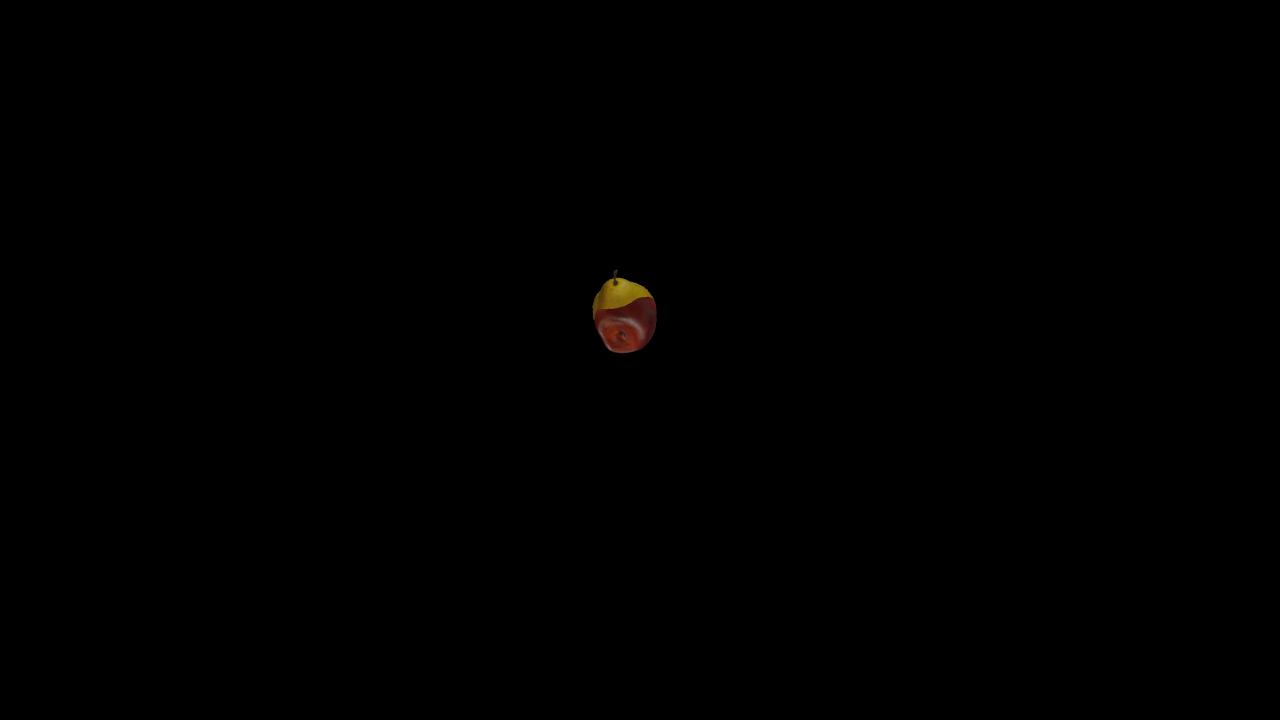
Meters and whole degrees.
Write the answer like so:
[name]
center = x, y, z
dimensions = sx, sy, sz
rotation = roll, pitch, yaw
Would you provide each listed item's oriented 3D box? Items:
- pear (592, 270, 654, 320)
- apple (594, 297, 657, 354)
[pear]
center = -0.026, -0.070, 0.756
dimensions = 0.080, 0.080, 0.111
rotation = 0, -19, 17
[apple]
center = -0.016, -0.053, 0.769
dimensions = 0.079, 0.079, 0.093
rotation = 0, 35, 11
